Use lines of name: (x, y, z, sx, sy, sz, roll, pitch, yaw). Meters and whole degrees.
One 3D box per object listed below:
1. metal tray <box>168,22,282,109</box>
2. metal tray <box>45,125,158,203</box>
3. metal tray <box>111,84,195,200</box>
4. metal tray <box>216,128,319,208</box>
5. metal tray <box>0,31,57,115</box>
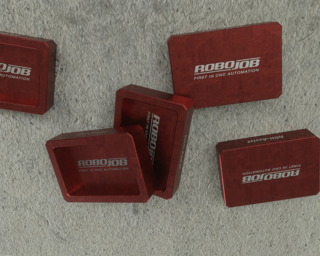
metal tray: (0.079, -0.075, 0.380, 0.131, 0.030, 0.089, -7, 110, 2)
metal tray: (-0.075, 0.048, 0.395, 0.130, 0.030, 0.089, -6, 106, 25)
metal tray: (-0.014, 0.018, 0.392, 0.090, 0.030, 0.129, 16, 114, 17)
metal tray: (0.149, 0.056, 0.429, 0.131, 0.030, 0.089, -9, 110, 3)
metal tray: (-0.198, -0.071, 0.378, 0.131, 0.030, 0.089, 9, 110, -4)
